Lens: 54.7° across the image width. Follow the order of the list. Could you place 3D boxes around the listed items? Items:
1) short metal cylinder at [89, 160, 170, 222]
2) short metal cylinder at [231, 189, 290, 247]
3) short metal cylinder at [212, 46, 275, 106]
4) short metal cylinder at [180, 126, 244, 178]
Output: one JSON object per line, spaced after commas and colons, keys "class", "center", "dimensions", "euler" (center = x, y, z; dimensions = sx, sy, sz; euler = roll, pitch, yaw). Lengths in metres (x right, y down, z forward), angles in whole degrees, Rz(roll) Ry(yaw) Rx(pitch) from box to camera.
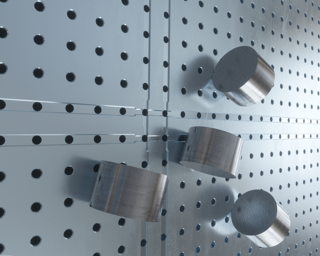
{"class": "short metal cylinder", "center": [-0.034, 0.070, 0.347], "dimensions": [0.080, 0.080, 0.050], "euler": [22, 76, -38]}
{"class": "short metal cylinder", "center": [0.168, 0.151, 0.518], "dimensions": [0.050, 0.080, 0.080], "euler": [43, 64, -32]}
{"class": "short metal cylinder", "center": [0.130, -0.080, 0.485], "dimensions": [0.050, 0.080, 0.080], "euler": [29, 72, -37]}
{"class": "short metal cylinder", "center": [0.073, 0.036, 0.437], "dimensions": [0.080, 0.080, 0.050], "euler": [28, 73, -37]}
